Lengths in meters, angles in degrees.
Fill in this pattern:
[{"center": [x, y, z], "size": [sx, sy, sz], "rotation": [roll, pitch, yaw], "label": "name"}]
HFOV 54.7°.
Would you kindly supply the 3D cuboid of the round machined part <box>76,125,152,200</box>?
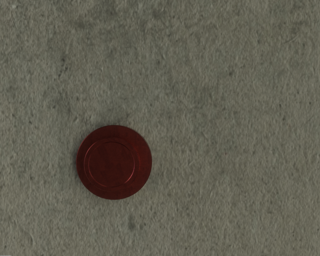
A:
[{"center": [-0.060, 0.045, 0.401], "size": [0.099, 0.042, 0.097], "rotation": [0, 90, -1], "label": "round machined part"}]
